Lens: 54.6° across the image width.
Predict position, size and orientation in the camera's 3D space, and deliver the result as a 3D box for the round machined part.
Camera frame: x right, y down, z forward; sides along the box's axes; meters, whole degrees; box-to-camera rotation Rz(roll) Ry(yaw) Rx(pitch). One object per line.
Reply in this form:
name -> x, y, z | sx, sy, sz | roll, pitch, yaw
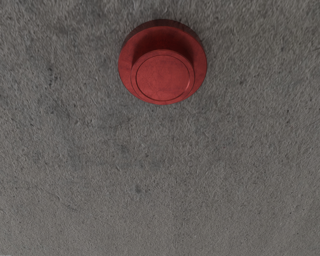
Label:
round machined part -> 0.003, -0.064, 0.341 | 0.099, 0.042, 0.097 | 0, 130, 0
